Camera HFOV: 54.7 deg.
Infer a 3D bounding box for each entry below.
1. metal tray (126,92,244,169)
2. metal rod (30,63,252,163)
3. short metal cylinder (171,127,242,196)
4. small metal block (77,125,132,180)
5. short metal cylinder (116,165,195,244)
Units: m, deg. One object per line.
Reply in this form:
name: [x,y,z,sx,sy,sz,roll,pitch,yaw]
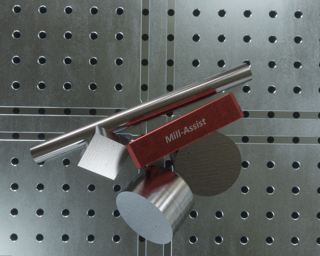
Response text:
metal tray: [0.027,0.002,0.377,0.131,0.090,0.030,-26,90,0]
metal rod: [-0.024,-0.020,0.409,0.301,0.025,0.025,-21,90,0]
short metal cylinder: [0.056,0.040,0.393,0.081,0.050,0.079,-1,99,-4]
small metal block: [-0.070,0.032,0.396,0.050,0.025,0.050,26,106,-19]
short metal cylinder: [-0.006,0.092,0.375,0.080,0.080,0.050,47,49,0]
